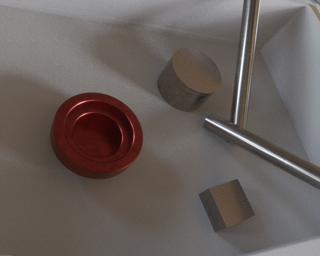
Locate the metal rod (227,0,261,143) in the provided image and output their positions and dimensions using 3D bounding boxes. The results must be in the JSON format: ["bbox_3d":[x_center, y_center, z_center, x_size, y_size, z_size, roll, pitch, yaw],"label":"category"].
[{"bbox_3d":[0.131,-0.125,0.463,0.025,0.025,0.298,8,88,-25],"label":"metal rod"}]

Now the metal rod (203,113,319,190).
[{"bbox_3d":[0.182,0.055,0.379,0.300,0.025,0.025,31,44,31],"label":"metal rod"}]

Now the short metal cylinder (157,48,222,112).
[{"bbox_3d":[0.043,-0.071,0.458,0.081,0.050,0.080,14,56,-21],"label":"short metal cylinder"}]

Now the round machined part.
[{"bbox_3d":[-0.073,0.012,0.350,0.099,0.042,0.098,14,56,-21],"label":"round machined part"}]

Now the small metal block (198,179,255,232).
[{"bbox_3d":[0.085,0.098,0.394,0.050,0.025,0.050,-10,67,-33],"label":"small metal block"}]
